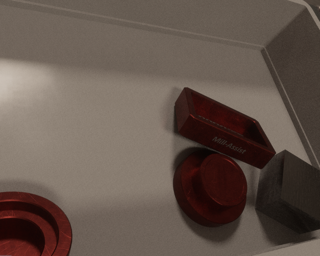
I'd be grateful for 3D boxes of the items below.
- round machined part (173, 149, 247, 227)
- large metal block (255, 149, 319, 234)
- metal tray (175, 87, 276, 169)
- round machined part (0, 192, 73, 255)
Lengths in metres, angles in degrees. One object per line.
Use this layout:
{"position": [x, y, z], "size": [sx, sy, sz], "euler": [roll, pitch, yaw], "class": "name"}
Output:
{"position": [0.070, 0.071, 0.391], "size": [0.099, 0.042, 0.098], "euler": [14, 56, -21], "class": "round machined part"}
{"position": [0.188, 0.091, 0.438], "size": [0.080, 0.050, 0.080], "euler": [30, 52, -9], "class": "large metal block"}
{"position": [0.087, -0.002, 0.429], "size": [0.131, 0.030, 0.090], "euler": [23, 28, -15], "class": "metal tray"}
{"position": [-0.124, 0.101, 0.250], "size": [0.099, 0.042, 0.098], "euler": [14, 30, -8], "class": "round machined part"}
